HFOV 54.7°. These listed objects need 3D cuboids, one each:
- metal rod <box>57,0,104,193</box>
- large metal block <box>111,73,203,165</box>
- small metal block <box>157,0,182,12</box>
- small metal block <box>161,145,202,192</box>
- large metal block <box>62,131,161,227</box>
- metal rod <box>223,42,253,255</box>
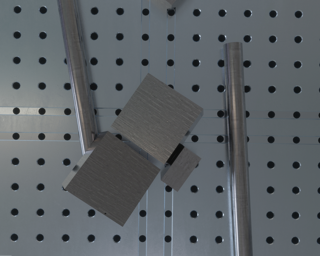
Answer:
[{"bbox_3d":[-0.107,-0.064,0.412,0.025,0.025,0.298,-9,90,0],"label":"metal rod"},{"bbox_3d":[-0.001,-0.010,0.394,0.080,0.050,0.080,35,90,10],"label":"large metal block"},{"bbox_3d":[0.012,-0.194,0.413,0.050,0.025,0.050,41,90,0],"label":"small metal block"},{"bbox_3d":[0.026,0.050,0.401,0.025,0.050,0.050,36,90,-1],"label":"small metal block"},{"bbox_3d":[-0.061,0.060,0.382,0.080,0.050,0.080,38,75,-15],"label":"large metal block"},{"bbox_3d":[0.105,0.037,0.413,0.025,0.025,0.298,-3,90,0],"label":"metal rod"}]
